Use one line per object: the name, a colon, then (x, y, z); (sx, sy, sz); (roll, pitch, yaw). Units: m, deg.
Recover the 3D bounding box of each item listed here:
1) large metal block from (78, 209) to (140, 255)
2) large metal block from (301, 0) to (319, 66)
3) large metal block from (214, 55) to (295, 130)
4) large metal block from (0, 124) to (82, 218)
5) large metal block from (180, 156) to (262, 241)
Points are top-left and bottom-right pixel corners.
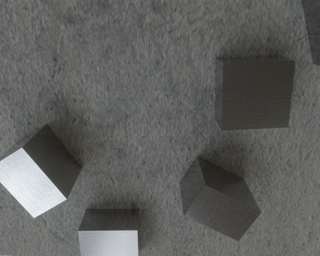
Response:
large metal block: (-0.071, 0.168, 0.457); (0.081, 0.050, 0.079); (0, 110, -1)
large metal block: (0.220, -0.121, 0.355); (0.080, 0.050, 0.080); (-19, 109, 6)
large metal block: (0.112, -0.045, 0.382); (0.081, 0.050, 0.079); (-3, 110, 0)
large metal block: (-0.153, 0.052, 0.397); (0.050, 0.080, 0.080); (-31, 108, 10)
large metal block: (0.076, 0.091, 0.415); (0.080, 0.080, 0.050); (27, 108, -10)
